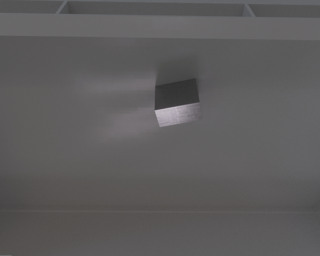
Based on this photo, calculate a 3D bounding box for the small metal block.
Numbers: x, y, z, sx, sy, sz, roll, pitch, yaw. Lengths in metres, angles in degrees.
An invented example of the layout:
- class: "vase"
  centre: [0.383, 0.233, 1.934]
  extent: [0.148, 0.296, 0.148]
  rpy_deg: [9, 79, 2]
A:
- class: "small metal block"
  centre: [0.021, -0.031, 0.367]
  extent: [0.050, 0.050, 0.025]
  rpy_deg: [-10, 129, 8]
